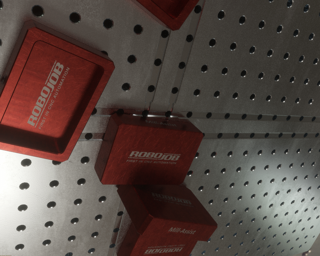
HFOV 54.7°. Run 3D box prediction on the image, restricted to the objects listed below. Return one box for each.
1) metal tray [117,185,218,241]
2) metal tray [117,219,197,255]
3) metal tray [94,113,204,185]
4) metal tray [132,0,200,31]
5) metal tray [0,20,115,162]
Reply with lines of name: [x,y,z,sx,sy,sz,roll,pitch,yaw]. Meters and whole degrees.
metal tray: [0.011,0.116,0.448,0.131,0.090,0.030,20,107,-36]
metal tray: [0.003,0.197,0.534,0.131,0.030,0.089,11,113,-33]
metal tray: [-0.013,0.033,0.423,0.131,0.030,0.089,7,115,-32]
metal tray: [0.018,-0.177,0.309,0.090,0.030,0.130,28,103,-38]
metal tray: [-0.117,-0.032,0.324,0.091,0.030,0.129,19,108,-36]
